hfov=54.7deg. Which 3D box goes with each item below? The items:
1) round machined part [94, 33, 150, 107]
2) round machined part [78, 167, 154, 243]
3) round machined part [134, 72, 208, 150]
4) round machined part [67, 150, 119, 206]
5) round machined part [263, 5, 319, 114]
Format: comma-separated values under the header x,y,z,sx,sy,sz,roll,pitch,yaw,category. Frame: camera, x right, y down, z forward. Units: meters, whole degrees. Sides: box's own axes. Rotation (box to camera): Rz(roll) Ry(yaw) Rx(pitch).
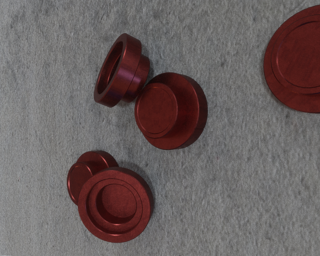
x,y,z,sx,sy,sz,roll,pitch,yaw,category
-0.048,-0.072,0.414,0.098,0.042,0.098,-43,35,42,round machined part
-0.057,0.100,0.420,0.098,0.042,0.097,1,96,9,round machined part
0.007,-0.021,0.387,0.098,0.042,0.097,0,90,39,round machined part
-0.107,0.085,0.480,0.098,0.042,0.097,0,90,39,round machined part
0.140,-0.062,0.277,0.098,0.042,0.097,0,90,39,round machined part
